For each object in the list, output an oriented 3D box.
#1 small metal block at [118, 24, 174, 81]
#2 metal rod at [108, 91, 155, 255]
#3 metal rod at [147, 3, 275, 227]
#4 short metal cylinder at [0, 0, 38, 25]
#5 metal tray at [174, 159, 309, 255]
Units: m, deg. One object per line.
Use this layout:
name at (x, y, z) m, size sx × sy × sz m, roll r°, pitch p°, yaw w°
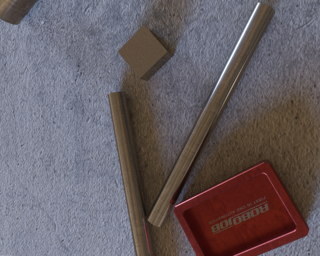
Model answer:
small metal block at (-0.019, -0.100, 0.416) m, size 0.050 × 0.025 × 0.050 m, roll -42°, pitch 77°, yaw 15°
metal rod at (-0.033, 0.099, 0.420) m, size 0.025 × 0.025 × 0.298 m, roll -12°, pitch 86°, yaw 19°
metal rod at (0.059, -0.009, 0.388) m, size 0.025 × 0.025 × 0.298 m, roll 29°, pitch 99°, yaw 17°
short metal cylinder at (-0.232, -0.202, 0.462) m, size 0.050 × 0.080 × 0.080 m, roll -44°, pitch 77°, yaw 15°
metal tray at (0.094, 0.107, 0.372) m, size 0.130 × 0.030 × 0.090 m, roll -31°, pitch 80°, yaw 17°
